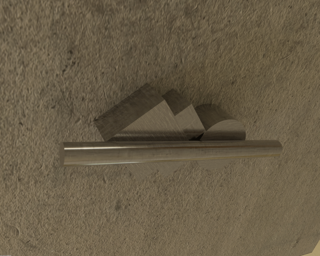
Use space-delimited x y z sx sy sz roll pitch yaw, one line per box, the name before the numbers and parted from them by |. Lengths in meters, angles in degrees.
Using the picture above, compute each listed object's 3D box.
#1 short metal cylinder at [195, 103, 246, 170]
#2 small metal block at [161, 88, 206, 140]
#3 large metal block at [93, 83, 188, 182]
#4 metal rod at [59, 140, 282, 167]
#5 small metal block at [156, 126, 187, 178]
short metal cylinder | 0.073 0.012 0.438 0.081 0.050 0.079 -14 124 -21
small metal block | 0.027 -0.017 0.397 0.025 0.050 0.050 -37 130 -4
large metal block | -0.020 0.006 0.383 0.080 0.050 0.080 -36 129 -4
metal rod | 0.036 0.028 0.378 0.303 0.025 0.025 1 118 -29
small metal block | 0.010 0.031 0.418 0.050 0.050 0.025 -36 130 -4
